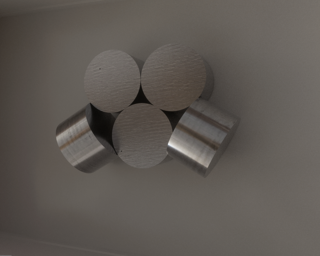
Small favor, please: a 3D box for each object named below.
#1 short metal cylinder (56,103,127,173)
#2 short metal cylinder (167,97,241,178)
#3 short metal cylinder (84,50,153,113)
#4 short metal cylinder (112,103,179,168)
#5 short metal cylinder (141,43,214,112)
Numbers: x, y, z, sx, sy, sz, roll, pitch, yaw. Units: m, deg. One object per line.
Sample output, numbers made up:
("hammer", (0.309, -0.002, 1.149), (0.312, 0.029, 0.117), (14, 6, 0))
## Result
("short metal cylinder", (-0.089, 0.013, 0.411), (0.050, 0.080, 0.080), (-32, 80, 17))
("short metal cylinder", (0.051, 0.011, 0.361), (0.050, 0.080, 0.080), (31, 100, 17))
("short metal cylinder", (-0.053, -0.059, 0.414), (0.080, 0.050, 0.080), (0, 90, 20))
("short metal cylinder", (-0.014, 0.009, 0.400), (0.080, 0.050, 0.080), (0, 90, 20))
("short metal cylinder", (0.023, -0.060, 0.387), (0.080, 0.050, 0.080), (0, 90, 20))
